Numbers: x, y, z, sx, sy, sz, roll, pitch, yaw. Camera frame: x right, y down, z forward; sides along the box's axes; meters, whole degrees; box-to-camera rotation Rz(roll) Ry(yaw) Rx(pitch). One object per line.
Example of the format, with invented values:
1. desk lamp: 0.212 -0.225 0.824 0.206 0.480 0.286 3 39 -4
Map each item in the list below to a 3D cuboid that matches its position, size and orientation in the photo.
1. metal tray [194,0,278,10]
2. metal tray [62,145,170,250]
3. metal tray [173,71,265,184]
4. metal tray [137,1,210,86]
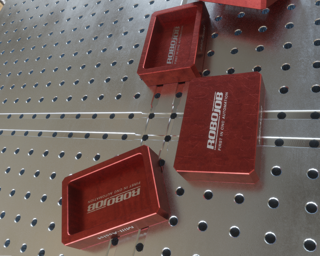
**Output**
1. metal tray: 0.117 -0.212 0.453 0.130 0.030 0.090 27 54 37
2. metal tray: -0.059 0.086 0.384 0.130 0.030 0.090 -23 53 14
3. metal tray: 0.073 -0.003 0.369 0.090 0.030 0.130 -2 61 27
4. metal tray: 0.022 -0.129 0.473 0.090 0.030 0.130 -3 60 26
